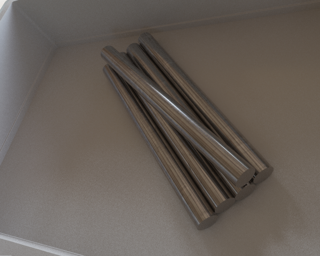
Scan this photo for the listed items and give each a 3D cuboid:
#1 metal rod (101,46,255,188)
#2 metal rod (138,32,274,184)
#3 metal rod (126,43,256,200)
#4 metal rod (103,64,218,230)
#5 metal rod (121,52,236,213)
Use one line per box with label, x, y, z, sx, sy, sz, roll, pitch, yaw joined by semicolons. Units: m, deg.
metal rod;0.000;-0.035;0.392;0.025;0.025;0.300;-43;51;-2
metal rod;0.041;-0.048;0.412;0.025;0.025;0.300;-37;51;4
metal rod;0.022;-0.031;0.411;0.025;0.025;0.300;-37;51;4
metal rod;-0.016;0.001;0.412;0.025;0.025;0.300;-37;51;4
metal rod;0.002;-0.017;0.413;0.025;0.025;0.300;-37;51;4
